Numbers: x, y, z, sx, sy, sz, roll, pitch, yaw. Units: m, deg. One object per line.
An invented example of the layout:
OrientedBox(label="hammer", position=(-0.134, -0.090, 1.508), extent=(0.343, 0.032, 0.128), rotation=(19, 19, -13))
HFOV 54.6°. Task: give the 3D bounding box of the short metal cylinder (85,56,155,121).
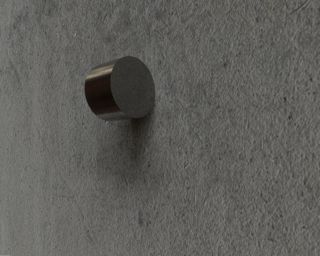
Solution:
OrientedBox(label="short metal cylinder", position=(-0.052, -0.051, 0.413), extent=(0.050, 0.081, 0.080), rotation=(-5, 87, 40))
